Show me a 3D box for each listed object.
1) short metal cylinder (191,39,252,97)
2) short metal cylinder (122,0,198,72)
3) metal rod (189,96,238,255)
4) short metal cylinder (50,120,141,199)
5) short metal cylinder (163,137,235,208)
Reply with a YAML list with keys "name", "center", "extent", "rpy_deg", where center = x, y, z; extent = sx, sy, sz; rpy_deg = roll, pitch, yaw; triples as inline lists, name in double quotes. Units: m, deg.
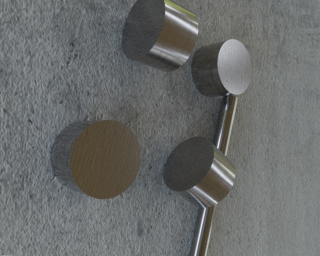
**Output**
- name: "short metal cylinder"
  center: [0.093, -0.088, 0.466]
  extent: [0.081, 0.050, 0.080]
  rpy_deg: [0, 90, -40]
- name: "short metal cylinder"
  center: [-0.001, -0.112, 0.367]
  extent: [0.050, 0.080, 0.080]
  rpy_deg: [12, 83, -40]
- name: "metal rod"
  center: [0.078, 0.093, 0.469]
  extent: [0.025, 0.025, 0.299]
  rpy_deg: [23, 76, -38]
- name: "short metal cylinder"
  center: [-0.068, 0.032, 0.331]
  extent: [0.081, 0.050, 0.080]
  rpy_deg: [0, 90, -40]
- name: "short metal cylinder"
  center: [0.051, 0.058, 0.412]
  extent: [0.050, 0.080, 0.080]
  rpy_deg: [41, 65, -33]
